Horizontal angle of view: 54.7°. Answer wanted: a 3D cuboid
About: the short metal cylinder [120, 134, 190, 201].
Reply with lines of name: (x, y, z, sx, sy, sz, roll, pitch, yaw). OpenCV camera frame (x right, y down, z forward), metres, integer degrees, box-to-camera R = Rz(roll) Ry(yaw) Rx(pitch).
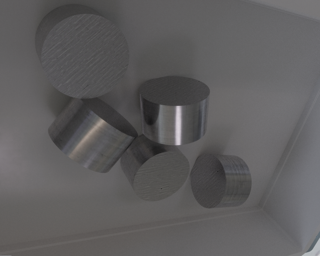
short metal cylinder: (-0.007, 0.052, 0.420, 0.081, 0.050, 0.079, -14, 124, -21)

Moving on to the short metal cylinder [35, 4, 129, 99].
short metal cylinder: (-0.077, -0.075, 0.304, 0.081, 0.050, 0.079, -14, 124, -21)

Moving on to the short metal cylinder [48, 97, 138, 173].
short metal cylinder: (-0.071, 0.003, 0.336, 0.080, 0.080, 0.050, 33, 100, -38)

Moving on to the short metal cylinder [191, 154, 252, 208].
short metal cylinder: (0.091, 0.080, 0.473, 0.050, 0.080, 0.079, 6, 116, -31)

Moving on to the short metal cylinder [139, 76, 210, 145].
short metal cylinder: (0.017, -0.023, 0.368, 0.081, 0.080, 0.050, -14, 124, -21)
